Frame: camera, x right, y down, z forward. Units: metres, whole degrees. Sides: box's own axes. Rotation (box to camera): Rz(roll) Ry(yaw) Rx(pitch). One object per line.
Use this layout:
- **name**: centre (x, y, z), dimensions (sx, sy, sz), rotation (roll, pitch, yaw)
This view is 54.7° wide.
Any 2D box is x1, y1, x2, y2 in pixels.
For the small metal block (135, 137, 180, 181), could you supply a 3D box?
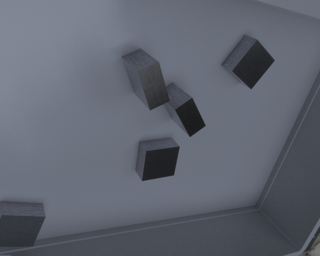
- **small metal block**: centre (-0.004, 0.043, 0.435), dimensions (0.050, 0.025, 0.050), rotation (-6, 121, -26)

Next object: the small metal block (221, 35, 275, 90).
- **small metal block**: centre (0.120, -0.089, 0.422), dimensions (0.050, 0.025, 0.050), rotation (31, 101, -38)

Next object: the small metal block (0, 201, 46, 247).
- **small metal block**: centre (-0.178, 0.120, 0.387), dimensions (0.050, 0.025, 0.050), rotation (15, 111, -35)

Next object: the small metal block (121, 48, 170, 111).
- **small metal block**: centre (-0.017, -0.056, 0.350), dimensions (0.025, 0.050, 0.050), rotation (-27, 128, -12)

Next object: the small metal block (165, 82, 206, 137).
- **small metal block**: centre (0.027, -0.024, 0.394), dimensions (0.025, 0.050, 0.050), rotation (-36, 129, -5)
